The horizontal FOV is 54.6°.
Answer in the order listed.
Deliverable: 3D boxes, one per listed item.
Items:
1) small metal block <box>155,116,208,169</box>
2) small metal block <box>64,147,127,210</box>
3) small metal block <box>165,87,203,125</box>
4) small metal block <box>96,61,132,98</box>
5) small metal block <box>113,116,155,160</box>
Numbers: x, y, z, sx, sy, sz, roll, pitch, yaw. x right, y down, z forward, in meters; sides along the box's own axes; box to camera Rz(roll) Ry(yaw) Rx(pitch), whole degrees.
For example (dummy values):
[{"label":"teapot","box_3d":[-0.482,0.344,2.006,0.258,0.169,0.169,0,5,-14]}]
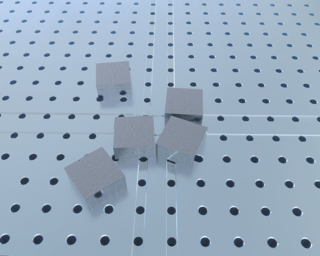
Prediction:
[{"label":"small metal block","box_3d":[0.028,0.017,0.394,0.050,0.025,0.050,19,52,15]},{"label":"small metal block","box_3d":[-0.074,0.057,0.360,0.050,0.025,0.050,-30,56,-23]},{"label":"small metal block","box_3d":[0.033,-0.029,0.433,0.050,0.025,0.050,4,50,3]},{"label":"small metal block","box_3d":[-0.070,-0.074,0.470,0.050,0.025,0.050,-6,50,-5]},{"label":"small metal block","box_3d":[-0.032,0.012,0.398,0.050,0.025,0.050,-2,50,-2]}]
